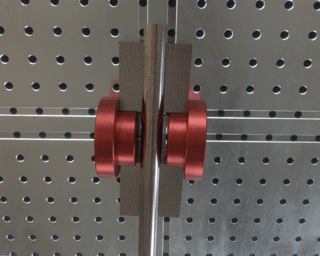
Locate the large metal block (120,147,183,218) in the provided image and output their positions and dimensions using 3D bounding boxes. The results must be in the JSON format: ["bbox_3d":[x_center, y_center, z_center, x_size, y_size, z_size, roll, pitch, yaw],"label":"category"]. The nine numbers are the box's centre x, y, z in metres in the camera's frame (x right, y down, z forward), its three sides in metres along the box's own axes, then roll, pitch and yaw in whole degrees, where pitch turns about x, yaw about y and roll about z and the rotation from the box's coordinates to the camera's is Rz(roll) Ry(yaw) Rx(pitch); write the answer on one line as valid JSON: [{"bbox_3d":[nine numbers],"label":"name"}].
[{"bbox_3d":[-0.012,0.073,0.426,0.081,0.050,0.079,3,110,-1],"label":"large metal block"}]

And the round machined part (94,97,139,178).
[{"bbox_3d":[-0.049,0.011,0.377,0.042,0.098,0.097,2,110,-1],"label":"round machined part"}]

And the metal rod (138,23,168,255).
[{"bbox_3d":[-0.011,0.032,0.371,0.025,0.025,0.298,2,110,-1],"label":"metal rod"}]

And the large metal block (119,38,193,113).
[{"bbox_3d":[-0.006,-0.065,0.376,0.081,0.050,0.079,2,110,-1],"label":"large metal block"}]

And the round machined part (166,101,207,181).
[{"bbox_3d":[0.031,0.014,0.380,0.042,0.098,0.097,3,110,4],"label":"round machined part"}]
